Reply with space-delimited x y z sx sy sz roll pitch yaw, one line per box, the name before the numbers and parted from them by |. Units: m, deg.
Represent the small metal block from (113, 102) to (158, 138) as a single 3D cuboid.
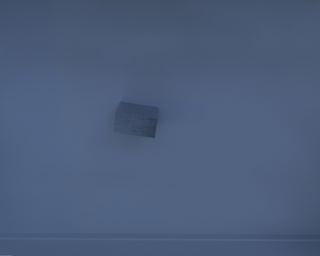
small metal block | -0.030 -0.011 0.393 0.050 0.050 0.025 8 110 -4
